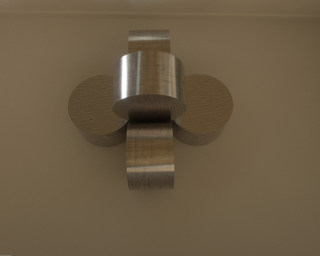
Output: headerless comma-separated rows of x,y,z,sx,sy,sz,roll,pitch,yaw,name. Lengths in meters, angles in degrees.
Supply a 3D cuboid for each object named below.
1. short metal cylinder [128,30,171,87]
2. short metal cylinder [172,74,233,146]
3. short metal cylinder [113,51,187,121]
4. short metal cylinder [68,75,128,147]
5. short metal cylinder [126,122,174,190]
-0.013,-0.088,0.410,0.050,0.080,0.080,-2,70,-1,short metal cylinder
0.049,-0.022,0.402,0.081,0.050,0.080,0,70,0,short metal cylinder
-0.012,-0.043,0.347,0.081,0.080,0.050,-1,70,-1,short metal cylinder
-0.072,-0.021,0.401,0.081,0.050,0.080,0,70,0,short metal cylinder
-0.011,0.033,0.366,0.050,0.080,0.080,-2,70,-1,short metal cylinder
